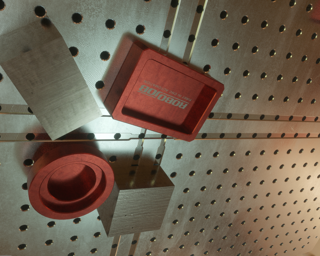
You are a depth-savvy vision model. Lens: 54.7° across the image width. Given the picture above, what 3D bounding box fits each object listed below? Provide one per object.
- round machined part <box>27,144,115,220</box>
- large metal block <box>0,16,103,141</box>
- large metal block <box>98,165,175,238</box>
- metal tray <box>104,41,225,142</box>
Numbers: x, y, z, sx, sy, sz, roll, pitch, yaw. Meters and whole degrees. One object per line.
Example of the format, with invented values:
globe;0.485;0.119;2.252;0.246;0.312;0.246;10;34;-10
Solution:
round machined part;-0.109;0.060;0.378;0.099;0.042;0.097;-14;124;-21
large metal block;-0.103;-0.049;0.289;0.050;0.080;0.080;-29;128;-10
large metal block;-0.035;0.101;0.438;0.081;0.050;0.079;2;118;-29
metal tray;0.009;-0.040;0.387;0.131;0.030;0.090;18;109;-35
